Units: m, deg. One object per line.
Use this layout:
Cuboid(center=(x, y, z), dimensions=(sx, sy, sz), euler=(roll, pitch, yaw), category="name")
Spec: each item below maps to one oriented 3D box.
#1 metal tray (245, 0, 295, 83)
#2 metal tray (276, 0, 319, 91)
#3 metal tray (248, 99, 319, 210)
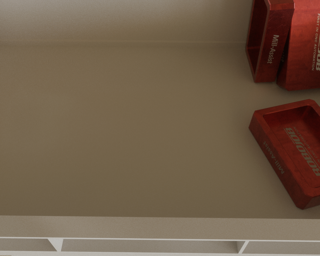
Cuboid(center=(0.156, -0.143, 0.456), dimensions=(0.030, 0.129, 0.090), euler=(-3, 50, 4), category="metal tray")
Cuboid(center=(0.220, -0.123, 0.442), dimensions=(0.091, 0.129, 0.030), euler=(-6, 21, -6), category="metal tray")
Cuboid(center=(0.180, 0.026, 0.380), dimensions=(0.091, 0.030, 0.130), euler=(-12, 51, -10), category="metal tray")
